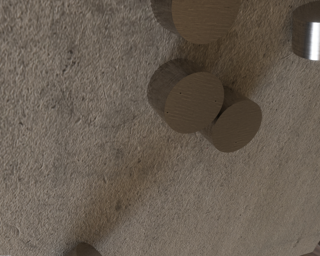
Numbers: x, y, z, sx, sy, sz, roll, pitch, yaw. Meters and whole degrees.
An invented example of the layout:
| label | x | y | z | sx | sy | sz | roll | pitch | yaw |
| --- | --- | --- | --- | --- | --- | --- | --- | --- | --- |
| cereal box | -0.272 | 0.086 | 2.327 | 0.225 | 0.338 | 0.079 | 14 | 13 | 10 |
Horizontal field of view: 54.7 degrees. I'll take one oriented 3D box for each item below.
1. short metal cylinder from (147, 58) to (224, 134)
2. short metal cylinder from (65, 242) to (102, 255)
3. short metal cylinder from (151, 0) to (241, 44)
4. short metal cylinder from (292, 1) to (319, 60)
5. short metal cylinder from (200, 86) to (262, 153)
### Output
| label | x | y | z | sx | sy | sz | roll | pitch | yaw |
| --- | --- | --- | --- | --- | --- | --- | --- | --- | --- |
| short metal cylinder | 0.031 | -0.040 | 0.383 | 0.081 | 0.050 | 0.079 | -14 | 124 | -21 |
| short metal cylinder | -0.111 | 0.213 | 0.443 | 0.050 | 0.080 | 0.080 | -41 | 129 | -1 |
| short metal cylinder | 0.037 | -0.135 | 0.327 | 0.081 | 0.050 | 0.079 | -14 | 124 | -21 |
| short metal cylinder | 0.218 | -0.131 | 0.409 | 0.080 | 0.080 | 0.050 | -25 | 128 | -13 |
| short metal cylinder | 0.094 | -0.013 | 0.434 | 0.081 | 0.050 | 0.079 | -14 | 124 | -21 |
